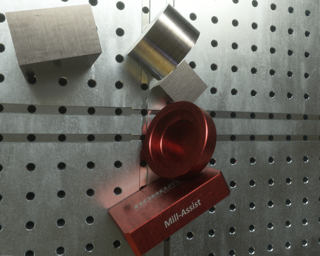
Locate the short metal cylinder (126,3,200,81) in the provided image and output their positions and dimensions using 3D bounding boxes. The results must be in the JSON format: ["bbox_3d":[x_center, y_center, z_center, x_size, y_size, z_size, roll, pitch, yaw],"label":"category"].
[{"bbox_3d":[0.003,-0.106,0.384,0.050,0.080,0.080,38,78,-16],"label":"short metal cylinder"}]

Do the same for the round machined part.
[{"bbox_3d":[0.029,0.018,0.390,0.042,0.098,0.098,24,81,-44],"label":"round machined part"}]

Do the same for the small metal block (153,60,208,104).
[{"bbox_3d":[0.028,-0.056,0.423,0.050,0.025,0.050,46,76,-14],"label":"small metal block"}]

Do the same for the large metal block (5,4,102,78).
[{"bbox_3d":[-0.115,-0.093,0.341,0.081,0.080,0.050,-15,95,-20],"label":"large metal block"}]

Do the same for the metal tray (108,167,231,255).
[{"bbox_3d":[0.009,0.091,0.380,0.131,0.090,0.030,-29,102,-18],"label":"metal tray"}]
